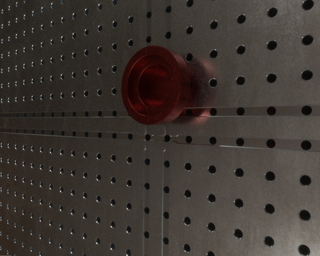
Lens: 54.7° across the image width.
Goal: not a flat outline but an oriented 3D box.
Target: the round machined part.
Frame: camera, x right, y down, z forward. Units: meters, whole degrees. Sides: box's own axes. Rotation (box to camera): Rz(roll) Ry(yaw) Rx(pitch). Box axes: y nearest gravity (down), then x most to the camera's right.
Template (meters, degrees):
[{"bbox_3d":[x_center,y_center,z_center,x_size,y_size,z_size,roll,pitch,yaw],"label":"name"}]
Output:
[{"bbox_3d":[-0.001,-0.053,0.397,0.098,0.042,0.097,0,90,39],"label":"round machined part"}]
